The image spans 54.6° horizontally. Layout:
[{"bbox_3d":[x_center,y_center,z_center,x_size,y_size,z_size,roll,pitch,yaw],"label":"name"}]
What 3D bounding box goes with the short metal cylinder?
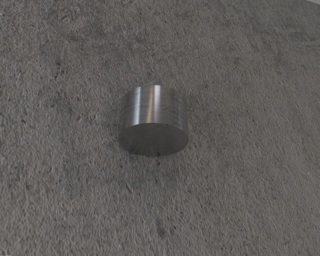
[{"bbox_3d":[-0.007,-0.006,0.368,0.081,0.080,0.050,14,56,-21],"label":"short metal cylinder"}]
